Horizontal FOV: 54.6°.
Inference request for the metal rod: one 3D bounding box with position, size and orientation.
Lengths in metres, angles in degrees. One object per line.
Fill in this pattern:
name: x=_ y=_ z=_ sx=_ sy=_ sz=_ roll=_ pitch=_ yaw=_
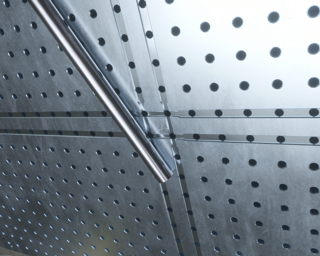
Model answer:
metal rod: x=-0.075 y=-0.048 z=0.421 sx=0.025 sy=0.025 sz=0.299 roll=-26 pitch=105 yaw=37
